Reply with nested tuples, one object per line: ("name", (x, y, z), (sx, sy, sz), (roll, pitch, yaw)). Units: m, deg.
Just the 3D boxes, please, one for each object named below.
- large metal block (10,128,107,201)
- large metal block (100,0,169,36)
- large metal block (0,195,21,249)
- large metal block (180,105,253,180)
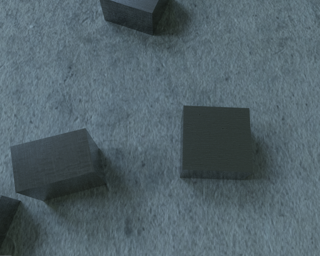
("large metal block", (-0.113, 0.046, 0.361), (0.081, 0.080, 0.050), (-14, 71, -6))
("large metal block", (-0.034, -0.198, 0.467), (0.080, 0.050, 0.080), (20, 71, 6))
("large metal block", (-0.223, 0.108, 0.353), (0.080, 0.050, 0.080), (15, 71, 5))
("large metal block", (0.067, 0.020, 0.388), (0.081, 0.050, 0.080), (2, 70, 0))
